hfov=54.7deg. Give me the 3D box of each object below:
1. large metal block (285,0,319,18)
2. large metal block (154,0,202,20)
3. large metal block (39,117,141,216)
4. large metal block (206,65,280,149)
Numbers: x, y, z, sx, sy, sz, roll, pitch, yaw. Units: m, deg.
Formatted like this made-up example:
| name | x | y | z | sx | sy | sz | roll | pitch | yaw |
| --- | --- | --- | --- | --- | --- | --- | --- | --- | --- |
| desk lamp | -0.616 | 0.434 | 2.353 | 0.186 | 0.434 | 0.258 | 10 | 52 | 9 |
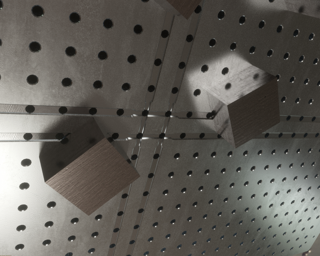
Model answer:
| name | x | y | z | sx | sy | sz | roll | pitch | yaw |
| --- | --- | --- | --- | --- | --- | --- | --- | --- | --- |
| large metal block | 0.209 | -0.183 | 0.379 | 0.080 | 0.080 | 0.050 | -43 | 130 | 1 |
| large metal block | 0.013 | -0.167 | 0.300 | 0.080 | 0.050 | 0.080 | 29 | 102 | -38 |
| large metal block | -0.085 | 0.048 | 0.379 | 0.080 | 0.050 | 0.080 | -37 | 130 | -4 |
| large metal block | 0.121 | -0.031 | 0.445 | 0.080 | 0.050 | 0.080 | -29 | 129 | -10 |
